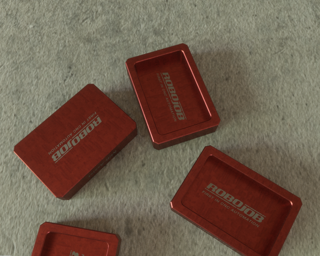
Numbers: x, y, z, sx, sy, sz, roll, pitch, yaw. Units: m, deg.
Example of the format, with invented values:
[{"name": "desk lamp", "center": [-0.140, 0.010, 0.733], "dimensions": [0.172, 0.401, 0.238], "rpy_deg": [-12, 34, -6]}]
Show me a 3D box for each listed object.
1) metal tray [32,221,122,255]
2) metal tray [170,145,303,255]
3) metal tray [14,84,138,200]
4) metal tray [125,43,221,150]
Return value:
[{"name": "metal tray", "center": [-0.101, 0.177, 0.339], "dimensions": [0.091, 0.030, 0.130], "rpy_deg": [9, 70, 3]}, {"name": "metal tray", "center": [0.089, 0.092, 0.372], "dimensions": [0.130, 0.030, 0.090], "rpy_deg": [31, 73, 10]}, {"name": "metal tray", "center": [-0.105, 0.016, 0.398], "dimensions": [0.090, 0.030, 0.130], "rpy_deg": [42, 75, 13]}, {"name": "metal tray", "center": [0.015, -0.045, 0.421], "dimensions": [0.091, 0.030, 0.130], "rpy_deg": [-18, 71, -7]}]
